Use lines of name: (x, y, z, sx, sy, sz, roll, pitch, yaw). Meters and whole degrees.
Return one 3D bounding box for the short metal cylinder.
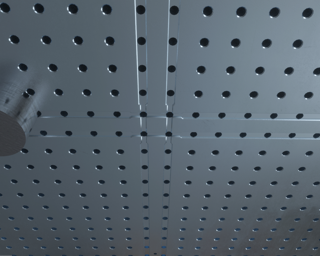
short metal cylinder: (-0.200, -0.011, 0.384, 0.081, 0.050, 0.079, 0, 130, 0)
